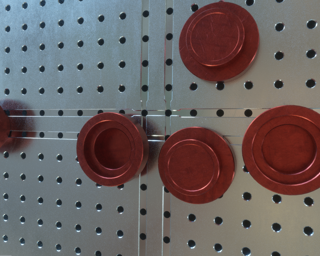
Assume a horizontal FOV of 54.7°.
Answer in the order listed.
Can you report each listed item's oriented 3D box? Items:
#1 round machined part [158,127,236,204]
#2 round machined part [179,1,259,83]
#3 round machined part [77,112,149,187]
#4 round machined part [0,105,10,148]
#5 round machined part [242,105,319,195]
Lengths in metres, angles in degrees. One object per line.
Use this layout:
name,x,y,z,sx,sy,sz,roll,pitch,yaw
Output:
round machined part,0.043,0.047,0.388,0.098,0.042,0.097,0,90,19
round machined part,0.070,-0.106,0.379,0.098,0.042,0.097,0,90,19
round machined part,-0.060,0.028,0.424,0.098,0.042,0.097,0,90,19
round machined part,-0.285,-0.002,0.502,0.098,0.042,0.097,0,90,19
round machined part,0.146,0.024,0.352,0.098,0.042,0.097,0,90,19
